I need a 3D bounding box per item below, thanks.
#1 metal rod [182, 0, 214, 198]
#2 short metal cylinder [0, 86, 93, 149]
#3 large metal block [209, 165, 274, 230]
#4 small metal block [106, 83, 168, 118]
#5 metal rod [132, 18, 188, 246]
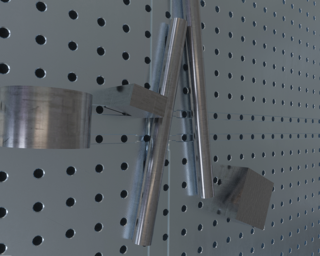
[{"bbox_3d":[0.056,-0.046,0.456,0.025,0.025,0.298,-9,96,-40],"label":"metal rod"},{"bbox_3d":[-0.104,-0.008,0.286,0.081,0.080,0.050,4,88,-40],"label":"short metal cylinder"},{"bbox_3d":[0.135,0.113,0.507,0.080,0.050,0.080,30,71,-36],"label":"large metal block"},{"bbox_3d":[-0.028,-0.031,0.369,0.050,0.050,0.025,18,79,-39],"label":"small metal block"},{"bbox_3d":[0.002,-0.001,0.410,0.025,0.025,0.299,16,80,-39],"label":"metal rod"}]
